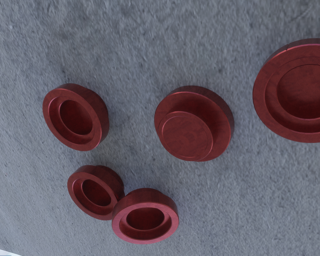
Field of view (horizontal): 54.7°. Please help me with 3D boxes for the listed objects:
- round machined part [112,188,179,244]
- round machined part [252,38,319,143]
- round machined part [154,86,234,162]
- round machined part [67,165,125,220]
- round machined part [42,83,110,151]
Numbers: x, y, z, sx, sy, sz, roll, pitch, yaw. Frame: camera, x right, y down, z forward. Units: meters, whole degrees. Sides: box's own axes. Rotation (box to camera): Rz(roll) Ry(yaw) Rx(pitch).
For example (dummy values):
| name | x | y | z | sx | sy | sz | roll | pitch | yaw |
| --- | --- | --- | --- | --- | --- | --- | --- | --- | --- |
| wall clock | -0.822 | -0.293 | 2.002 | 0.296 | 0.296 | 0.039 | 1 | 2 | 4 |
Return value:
| name | x | y | z | sx | sy | sz | roll | pitch | yaw |
| --- | --- | --- | --- | --- | --- | --- | --- | --- | --- |
| round machined part | -0.022 | 0.129 | 0.468 | 0.099 | 0.042 | 0.097 | -3 | 126 | -4 |
| round machined part | 0.143 | -0.038 | 0.297 | 0.098 | 0.042 | 0.097 | 13 | 124 | 20 |
| round machined part | 0.037 | 0.001 | 0.376 | 0.098 | 0.042 | 0.097 | 13 | 124 | 20 |
| round machined part | -0.098 | 0.100 | 0.508 | 0.098 | 0.042 | 0.097 | 13 | 124 | 20 |
| round machined part | -0.114 | -0.019 | 0.442 | 0.098 | 0.042 | 0.097 | 13 | 124 | 20 |
